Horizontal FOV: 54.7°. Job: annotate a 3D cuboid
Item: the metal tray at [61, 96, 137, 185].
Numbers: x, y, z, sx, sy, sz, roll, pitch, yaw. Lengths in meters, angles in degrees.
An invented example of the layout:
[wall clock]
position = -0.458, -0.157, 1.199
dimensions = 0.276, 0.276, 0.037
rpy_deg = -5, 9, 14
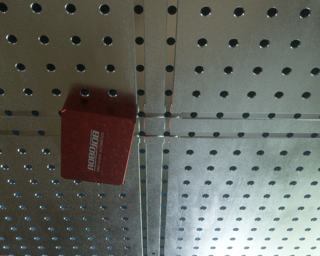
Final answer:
[metal tray]
position = -0.087, 0.023, 0.426
dimensions = 0.091, 0.030, 0.129
rpy_deg = 9, 130, -8
